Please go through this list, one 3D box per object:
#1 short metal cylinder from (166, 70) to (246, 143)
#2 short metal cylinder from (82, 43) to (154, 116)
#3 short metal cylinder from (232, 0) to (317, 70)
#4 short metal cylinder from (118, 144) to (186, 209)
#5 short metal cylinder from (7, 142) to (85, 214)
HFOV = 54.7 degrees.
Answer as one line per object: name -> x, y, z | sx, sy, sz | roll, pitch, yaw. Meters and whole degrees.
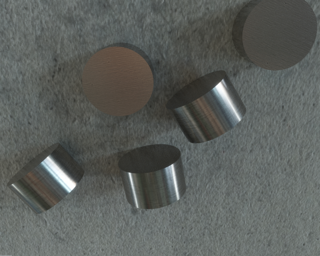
short metal cylinder -> 0.055, -0.026, 0.372 | 0.080, 0.080, 0.050 | -31, 108, 10
short metal cylinder -> -0.048, -0.060, 0.374 | 0.081, 0.050, 0.079 | 0, 110, -1
short metal cylinder -> 0.129, -0.111, 0.358 | 0.081, 0.050, 0.079 | 0, 110, -1
short metal cylinder -> -0.009, 0.060, 0.403 | 0.080, 0.080, 0.050 | -9, 110, 3
short metal cylinder -> -0.147, 0.064, 0.402 | 0.080, 0.080, 0.050 | -34, 107, 11
